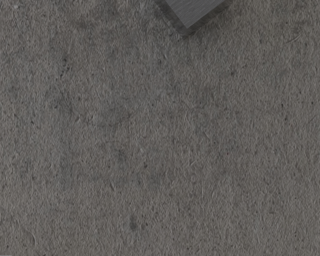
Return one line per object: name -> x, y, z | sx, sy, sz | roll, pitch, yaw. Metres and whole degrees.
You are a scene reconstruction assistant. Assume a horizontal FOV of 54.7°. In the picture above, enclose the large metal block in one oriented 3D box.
large metal block -> 0.040, -0.175, 0.397 | 0.080, 0.050, 0.080 | -37, 90, 0
